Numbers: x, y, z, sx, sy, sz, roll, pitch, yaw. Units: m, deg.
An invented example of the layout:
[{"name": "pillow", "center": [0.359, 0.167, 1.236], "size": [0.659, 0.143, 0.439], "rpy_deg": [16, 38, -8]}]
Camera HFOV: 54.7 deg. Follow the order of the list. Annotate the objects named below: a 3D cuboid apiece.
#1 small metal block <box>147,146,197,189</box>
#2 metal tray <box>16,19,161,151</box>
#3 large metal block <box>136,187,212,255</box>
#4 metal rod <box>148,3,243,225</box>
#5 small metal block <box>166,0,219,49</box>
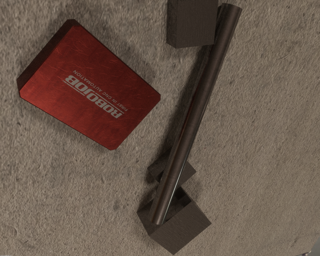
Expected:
[{"name": "small metal block", "center": [0.018, 0.062, 0.457], "size": [0.050, 0.025, 0.050], "rpy_deg": [-42, 130, 0]}, {"name": "metal tray", "center": [-0.072, -0.041, 0.340], "size": [0.090, 0.030, 0.130], "rpy_deg": [-48, 129, 5]}, {"name": "large metal block", "center": [0.024, 0.144, 0.495], "size": [0.080, 0.050, 0.080], "rpy_deg": [-39, 130, -2]}, {"name": "metal rod", "center": [0.040, -0.007, 0.404], "size": [0.025, 0.025, 0.298], "rpy_deg": [9, 107, -33]}, {"name": "small metal block", "center": [0.036, -0.121, 0.353], "size": [0.050, 0.025, 0.050], "rpy_deg": [-13, 124, -22]}]
